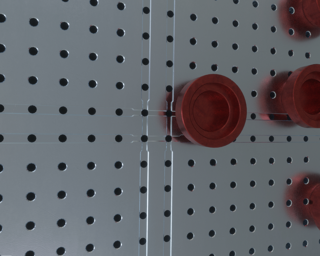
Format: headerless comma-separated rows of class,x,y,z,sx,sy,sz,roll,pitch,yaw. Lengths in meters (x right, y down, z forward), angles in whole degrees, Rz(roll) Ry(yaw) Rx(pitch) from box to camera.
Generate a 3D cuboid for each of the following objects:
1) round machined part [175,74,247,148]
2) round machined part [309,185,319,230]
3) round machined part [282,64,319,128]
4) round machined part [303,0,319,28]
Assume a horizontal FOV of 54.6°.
round machined part,0.066,-0.023,0.428,0.099,0.042,0.097,0,90,-20
round machined part,0.287,0.129,0.509,0.099,0.042,0.097,0,90,-20
round machined part,0.234,-0.049,0.489,0.099,0.042,0.097,0,90,-20
round machined part,0.274,-0.204,0.504,0.099,0.042,0.097,0,90,-20
